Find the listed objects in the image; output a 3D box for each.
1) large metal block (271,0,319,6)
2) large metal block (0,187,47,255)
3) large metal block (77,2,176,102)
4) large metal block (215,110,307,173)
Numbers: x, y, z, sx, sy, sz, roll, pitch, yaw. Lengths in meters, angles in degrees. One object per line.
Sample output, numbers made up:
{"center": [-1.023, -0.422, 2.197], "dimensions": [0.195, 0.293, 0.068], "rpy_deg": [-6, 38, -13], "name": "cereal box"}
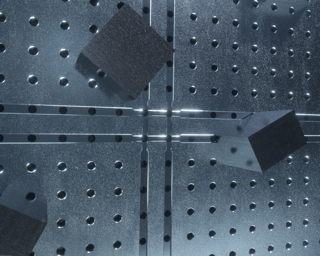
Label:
{"center": [0.216, -0.242, 0.478], "dimensions": [0.081, 0.050, 0.080], "rpy_deg": [-1, 91, -20], "name": "large metal block"}
{"center": [-0.162, 0.115, 0.324], "dimensions": [0.050, 0.080, 0.080], "rpy_deg": [31, 80, -18], "name": "large metal block"}
{"center": [-0.042, -0.089, 0.383], "dimensions": [0.080, 0.050, 0.080], "rpy_deg": [41, 77, -16], "name": "large metal block"}
{"center": [0.138, 0.016, 0.434], "dimensions": [0.080, 0.080, 0.050], "rpy_deg": [-28, 100, -18], "name": "large metal block"}
